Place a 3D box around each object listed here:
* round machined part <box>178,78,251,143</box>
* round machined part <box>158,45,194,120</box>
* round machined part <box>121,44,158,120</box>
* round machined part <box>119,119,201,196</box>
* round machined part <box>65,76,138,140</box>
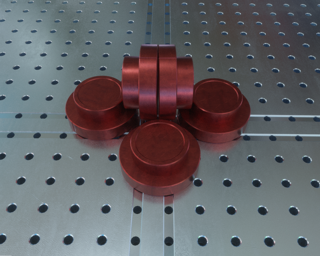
[{"bbox_3d":[0.074,-0.031,0.422,0.099,0.042,0.098,0,50,0],"label":"round machined part"},{"bbox_3d":[0.019,-0.058,0.402,0.042,0.097,0.098,-1,50,-1],"label":"round machined part"},{"bbox_3d":[-0.024,-0.058,0.401,0.042,0.097,0.098,1,50,1],"label":"round machined part"},{"bbox_3d":[0.000,0.028,0.373,0.099,0.042,0.098,0,50,0],"label":"round machined part"},{"bbox_3d":[-0.080,-0.034,0.424,0.099,0.042,0.098,0,50,0],"label":"round machined part"}]
